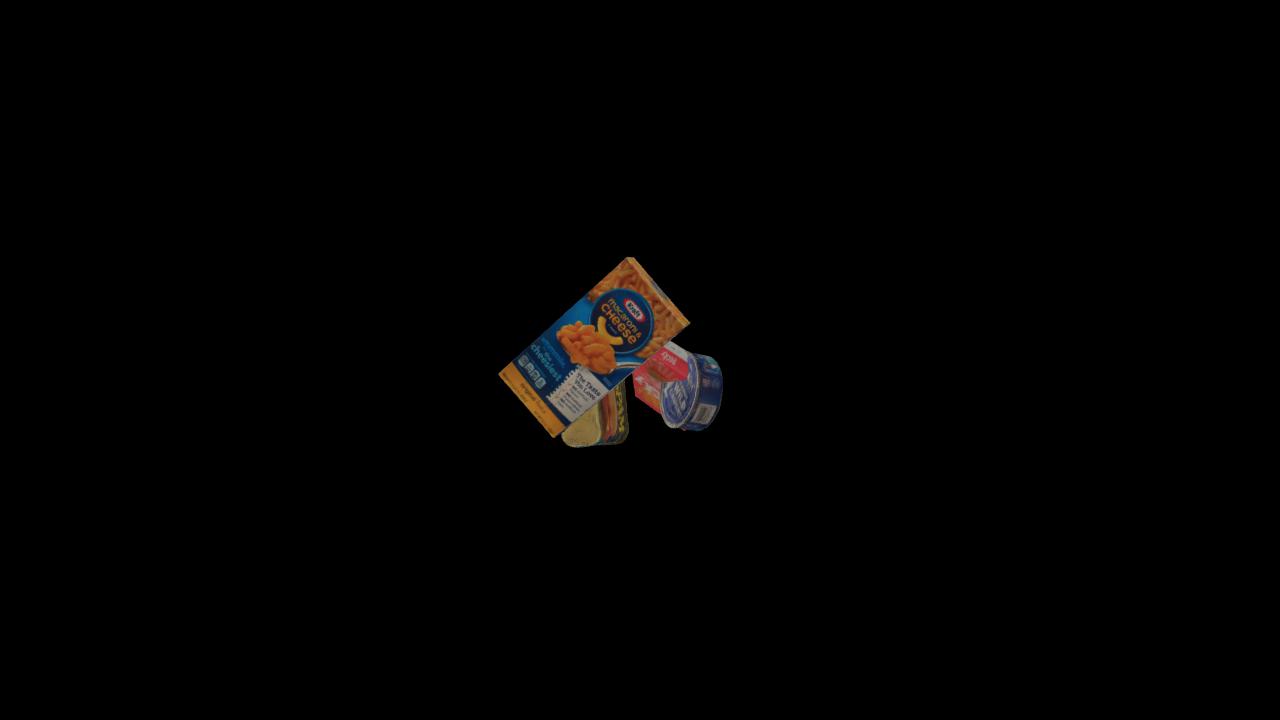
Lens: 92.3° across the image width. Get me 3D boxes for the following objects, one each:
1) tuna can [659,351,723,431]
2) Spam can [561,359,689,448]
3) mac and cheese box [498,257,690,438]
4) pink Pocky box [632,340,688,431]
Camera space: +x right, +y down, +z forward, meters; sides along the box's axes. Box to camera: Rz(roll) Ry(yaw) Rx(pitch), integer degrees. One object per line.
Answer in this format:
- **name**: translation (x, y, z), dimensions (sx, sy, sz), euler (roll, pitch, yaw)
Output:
- **tuna can**: translation (0.055, 0.034, 0.661), dimensions (0.034, 0.084, 0.084), euler (11, -4, -23)
- **Spam can**: translation (-0.058, 0.056, 0.757), dimensions (0.058, 0.101, 0.085), euler (-8, -7, 20)
- **mac and cheese box**: translation (-0.048, -0.011, 0.634), dimensions (0.184, 0.093, 0.041), euler (-41, -3, 14)
- **pink Pocky box**: translation (0.029, 0.024, 0.726), dimensions (0.084, 0.029, 0.155), euler (35, -21, 20)
